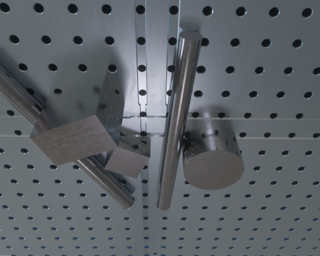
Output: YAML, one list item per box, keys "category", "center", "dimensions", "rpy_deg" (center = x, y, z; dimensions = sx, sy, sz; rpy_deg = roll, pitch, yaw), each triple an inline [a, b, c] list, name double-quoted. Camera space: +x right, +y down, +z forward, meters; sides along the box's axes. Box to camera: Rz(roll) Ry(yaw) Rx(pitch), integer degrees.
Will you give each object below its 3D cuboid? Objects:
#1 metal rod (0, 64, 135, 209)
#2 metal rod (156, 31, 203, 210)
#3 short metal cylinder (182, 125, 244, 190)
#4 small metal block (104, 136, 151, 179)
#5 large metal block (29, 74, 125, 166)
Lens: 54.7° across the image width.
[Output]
- category: "metal rod"
  center: [-0.126, 0.025, 0.431]
  dimensions: [0.025, 0.025, 0.300]
  rpy_deg: [-23, 127, 18]
- category: "metal rod"
  center: [0.019, 0.015, 0.424]
  dimensions: [0.025, 0.025, 0.298]
  rpy_deg: [4, 130, -4]
- category: "short metal cylinder"
  center: [0.072, 0.042, 0.432]
  dimensions: [0.081, 0.050, 0.079]
  rpy_deg: [0, 130, 0]
- category: "small metal block"
  center: [-0.047, 0.042, 0.447]
  dimensions: [0.050, 0.025, 0.050]
  rpy_deg: [20, 127, -17]
- category: "large metal block"
  center: [-0.093, -0.010, 0.366]
  dimensions: [0.080, 0.080, 0.050]
  rpy_deg: [-17, 128, 14]
